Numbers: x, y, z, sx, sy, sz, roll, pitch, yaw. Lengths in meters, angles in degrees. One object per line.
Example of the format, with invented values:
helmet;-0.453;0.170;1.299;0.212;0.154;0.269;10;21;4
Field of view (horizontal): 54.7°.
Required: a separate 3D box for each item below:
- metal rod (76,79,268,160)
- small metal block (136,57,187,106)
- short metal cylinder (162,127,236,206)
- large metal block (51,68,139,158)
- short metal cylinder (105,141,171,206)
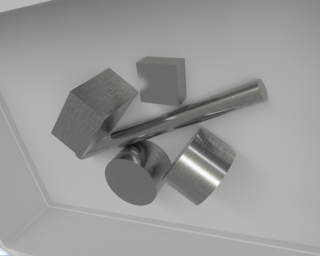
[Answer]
metal rod;-0.009;-0.001;0.410;0.300;0.025;0.025;-19;109;35
small metal block;0.003;-0.056;0.369;0.050;0.025;0.050;8;122;23
short metal cylinder;0.046;0.046;0.375;0.050;0.080;0.079;37;129;3
large metal block;-0.084;-0.021;0.402;0.050;0.080;0.080;40;129;1
short metal cylinder;-0.031;0.064;0.444;0.080;0.050;0.079;13;124;20
